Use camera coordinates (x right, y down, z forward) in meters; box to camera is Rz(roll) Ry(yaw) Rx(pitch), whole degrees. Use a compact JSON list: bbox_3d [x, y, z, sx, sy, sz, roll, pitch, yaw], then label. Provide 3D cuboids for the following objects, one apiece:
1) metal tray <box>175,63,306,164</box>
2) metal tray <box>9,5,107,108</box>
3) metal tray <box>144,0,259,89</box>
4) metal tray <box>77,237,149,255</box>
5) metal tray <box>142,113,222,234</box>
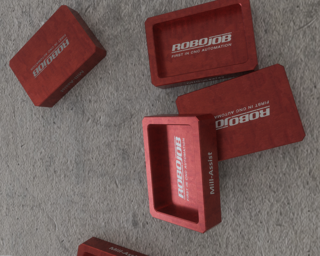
[{"bbox_3d":[0.093,-0.013,0.373,0.130,0.030,0.090,-17,84,19],"label":"metal tray"},{"bbox_3d":[-0.154,-0.103,0.461,0.130,0.030,0.090,-39,78,15],"label":"metal tray"},{"bbox_3d":[0.050,-0.104,0.388,0.130,0.030,0.089,-7,88,19],"label":"metal tray"},{"bbox_3d":[-0.055,0.215,0.425,0.130,0.030,0.089,11,94,19],"label":"metal tray"},{"bbox_3d":[0.024,0.049,0.370,0.090,0.030,0.129,1,98,45],"label":"metal tray"}]
